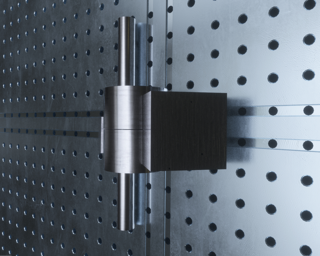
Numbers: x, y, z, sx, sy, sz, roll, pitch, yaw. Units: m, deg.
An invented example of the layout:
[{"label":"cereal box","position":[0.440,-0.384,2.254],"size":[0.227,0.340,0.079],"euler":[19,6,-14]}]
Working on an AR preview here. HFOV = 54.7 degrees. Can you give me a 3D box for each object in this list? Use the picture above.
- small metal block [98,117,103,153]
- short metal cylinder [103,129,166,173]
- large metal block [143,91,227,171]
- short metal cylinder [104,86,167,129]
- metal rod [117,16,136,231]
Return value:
[{"label":"small metal block","position":[-0.075,0.010,0.452],"size":[0.050,0.025,0.050],"euler":[180,91,-75]},{"label":"short metal cylinder","position":[-0.031,0.027,0.394],"size":[0.080,0.081,0.050],"euler":[1,91,40]},{"label":"large metal block","position":[0.025,0.003,0.338],"size":[0.050,0.081,0.079],"euler":[-175,85,-78]},{"label":"short metal cylinder","position":[-0.031,-0.024,0.393],"size":[0.080,0.081,0.050],"euler":[1,91,40]},{"label":"metal rod","position":[-0.048,-0.006,0.443],"size":[0.025,0.025,0.298],"euler":[1,90,40]}]
